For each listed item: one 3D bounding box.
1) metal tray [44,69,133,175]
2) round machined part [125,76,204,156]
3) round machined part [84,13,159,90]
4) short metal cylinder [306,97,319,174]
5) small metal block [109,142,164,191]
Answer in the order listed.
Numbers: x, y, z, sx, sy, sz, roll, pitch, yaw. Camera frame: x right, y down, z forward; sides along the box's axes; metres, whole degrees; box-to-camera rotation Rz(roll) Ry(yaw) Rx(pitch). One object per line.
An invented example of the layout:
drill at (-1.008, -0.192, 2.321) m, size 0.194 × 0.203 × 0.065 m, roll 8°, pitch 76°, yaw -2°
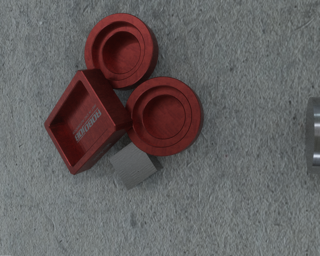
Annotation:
metal tray at (-0.100, -0.005, 0.413) m, size 0.129 × 0.030 × 0.090 m, roll -42°, pitch 75°, yaw 39°
round machined part at (0.008, -0.014, 0.395) m, size 0.098 × 0.042 × 0.097 m, roll -1°, pitch 88°, yaw 17°
round machined part at (-0.048, -0.099, 0.416) m, size 0.098 × 0.042 × 0.097 m, roll 0°, pitch 90°, yaw 19°
short metal cylinder at (0.180, 0.008, 0.316) m, size 0.050 × 0.080 × 0.079 m, roll 1°, pitch 90°, yaw 20°
small metal block at (-0.032, 0.048, 0.419) m, size 0.050 × 0.025 × 0.050 m, roll -36°, pitch 79°, yaw 16°
